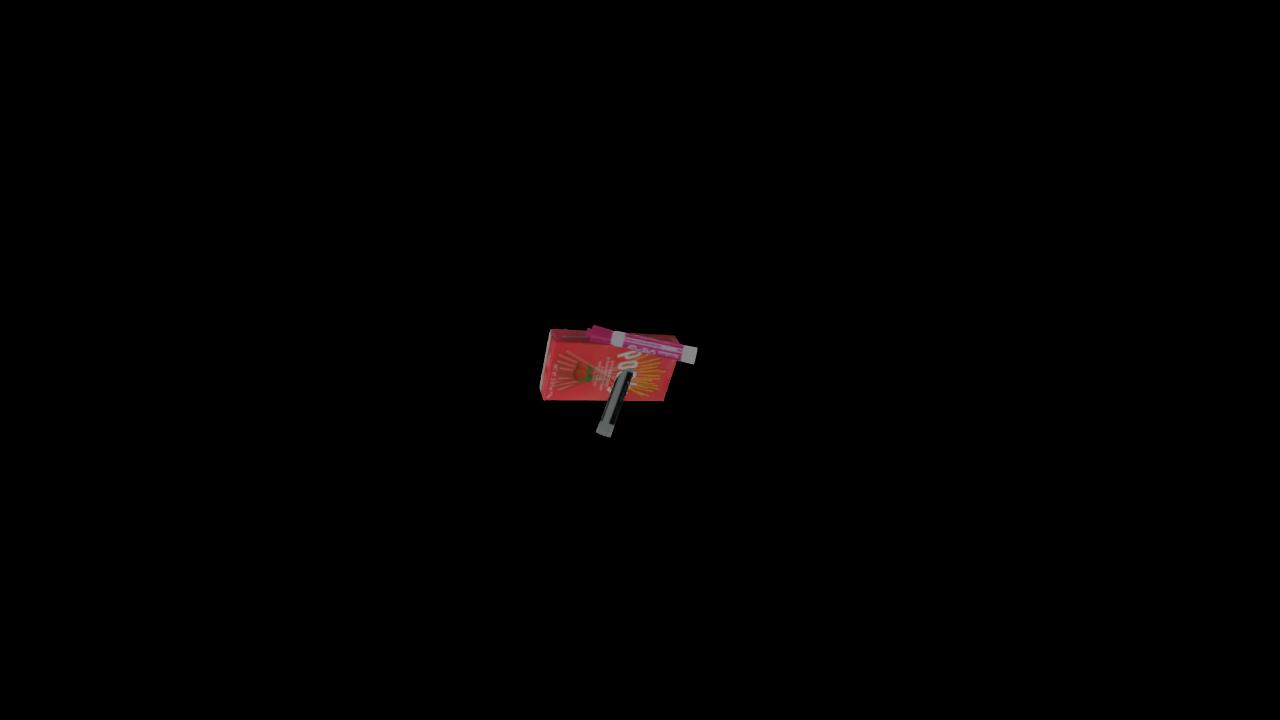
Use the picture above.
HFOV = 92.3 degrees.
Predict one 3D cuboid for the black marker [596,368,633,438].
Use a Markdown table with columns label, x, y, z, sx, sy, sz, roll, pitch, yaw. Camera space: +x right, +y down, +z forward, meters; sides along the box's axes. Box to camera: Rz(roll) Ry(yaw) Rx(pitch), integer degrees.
| label | x | y | z | sx | sy | sz | roll | pitch | yaw |
| --- | --- | --- | --- | --- | --- | --- | --- | --- | --- |
| black marker | -0.022 | 0.031 | 0.717 | 0.020 | 0.121 | 0.020 | 20 | -3 | 1 |

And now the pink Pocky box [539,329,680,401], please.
| label | x | y | z | sx | sy | sz | roll | pitch | yaw |
| --- | --- | --- | --- | --- | --- | --- | --- | --- | --- |
| pink Pocky box | -0.034 | 0.009 | 0.720 | 0.155 | 0.084 | 0.029 | 2 | 35 | -21 |

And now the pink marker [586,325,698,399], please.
| label | x | y | z | sx | sy | sz | roll | pitch | yaw |
| --- | --- | --- | --- | --- | --- | --- | --- | --- | --- |
| pink marker | 0.001 | -0.017 | 0.663 | 0.121 | 0.020 | 0.020 | 12 | 1 | 3 |
